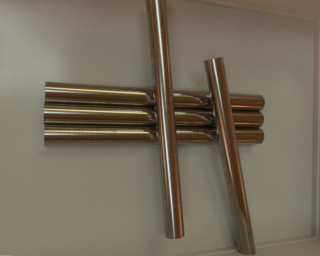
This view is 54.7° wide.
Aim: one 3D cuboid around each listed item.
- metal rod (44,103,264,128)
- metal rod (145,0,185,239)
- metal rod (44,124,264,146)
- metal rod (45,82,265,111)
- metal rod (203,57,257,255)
[{"bbox_3d":[0.007,-0.015,0.413,0.303,0.025,0.025,1,90,-21],"label":"metal rod"},{"bbox_3d":[0.007,-0.013,0.386,0.025,0.025,0.298,-5,92,-20],"label":"metal rod"},{"bbox_3d":[0.007,0.010,0.413,0.303,0.025,0.025,1,90,-21],"label":"metal rod"},{"bbox_3d":[0.008,-0.040,0.413,0.303,0.025,0.025,1,90,-21],"label":"metal rod"},{"bbox_3d":[0.100,0.054,0.426,0.025,0.025,0.298,-17,103,-20],"label":"metal rod"}]
